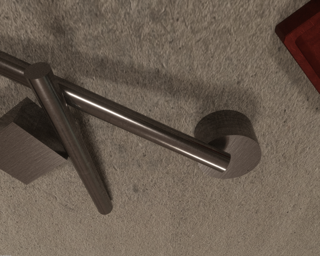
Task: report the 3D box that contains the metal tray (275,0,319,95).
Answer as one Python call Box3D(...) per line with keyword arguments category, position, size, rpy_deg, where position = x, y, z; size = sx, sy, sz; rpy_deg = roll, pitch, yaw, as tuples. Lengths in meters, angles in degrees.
Box3D(category="metal tray", position=(0.198, -0.085, 0.334), size=(0.090, 0.030, 0.130), rpy_deg=(-35, 122, 26))

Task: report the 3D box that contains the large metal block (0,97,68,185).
Box3D(category="large metal block", position=(-0.174, 0.019, 0.405), size=(0.080, 0.050, 0.080), rpy_deg=(-30, 124, 23))

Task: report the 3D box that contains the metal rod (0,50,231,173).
Box3D(category="metal rod", position=(-0.058, -0.019, 0.354), size=(0.301, 0.025, 0.025), rpy_deg=(24, 127, -7))

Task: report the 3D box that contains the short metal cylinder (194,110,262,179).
Box3D(category="short metal cylinder", position=(0.088, 0.023, 0.411), size=(0.081, 0.050, 0.079), rpy_deg=(-1, 130, 0))

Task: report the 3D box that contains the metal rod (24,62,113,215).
Box3D(category="metal rod", position=(-0.104, 0.040, 0.406), size=(0.025, 0.025, 0.298), rpy_deg=(-4, 141, 3))
